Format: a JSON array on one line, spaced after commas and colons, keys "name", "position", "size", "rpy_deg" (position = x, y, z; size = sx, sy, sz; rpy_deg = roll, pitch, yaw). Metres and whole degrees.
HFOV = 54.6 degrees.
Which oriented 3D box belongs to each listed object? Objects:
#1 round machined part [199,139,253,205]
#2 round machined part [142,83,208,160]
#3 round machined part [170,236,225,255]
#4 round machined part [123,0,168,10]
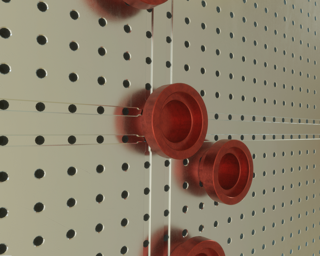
[{"name": "round machined part", "position": [0.098, 0.066, 0.479], "size": [0.099, 0.042, 0.097], "rpy_deg": [0, 90, -40]}, {"name": "round machined part", "position": [0.015, -0.009, 0.410], "size": [0.099, 0.042, 0.097], "rpy_deg": [0, 90, -40]}, {"name": "round machined part", "position": [0.046, 0.202, 0.436], "size": [0.099, 0.042, 0.097], "rpy_deg": [0, 90, -40]}, {"name": "round machined part", "position": [-0.028, -0.192, 0.373], "size": [0.099, 0.042, 0.097], "rpy_deg": [0, 90, -40]}]
